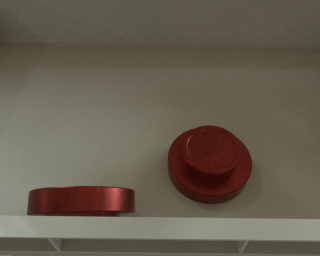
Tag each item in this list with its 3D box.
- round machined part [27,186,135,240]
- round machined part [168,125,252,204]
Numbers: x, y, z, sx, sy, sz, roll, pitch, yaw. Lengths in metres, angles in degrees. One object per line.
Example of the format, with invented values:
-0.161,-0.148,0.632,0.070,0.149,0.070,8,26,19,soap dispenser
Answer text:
-0.073,0.082,0.294,0.099,0.098,0.042,-1,73,-1,round machined part
0.059,0.035,0.364,0.099,0.042,0.098,0,50,0,round machined part
